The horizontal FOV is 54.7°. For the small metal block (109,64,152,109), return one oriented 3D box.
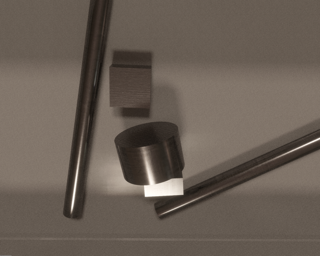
[{"bbox_3d":[-0.037,-0.053,0.391,0.050,0.025,0.050,2,110,-2],"label":"small metal block"}]

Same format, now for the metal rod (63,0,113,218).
[{"bbox_3d":[-0.098,-0.012,0.405,0.025,0.025,0.298,11,110,-5],"label":"metal rod"}]

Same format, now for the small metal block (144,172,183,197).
[{"bbox_3d":[0.005,0.068,0.423,0.050,0.050,0.025,-3,110,1],"label":"small metal block"}]

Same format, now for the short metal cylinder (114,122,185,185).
[{"bbox_3d":[-0.012,0.030,0.393,0.080,0.080,0.050,-10,110,3],"label":"short metal cylinder"}]

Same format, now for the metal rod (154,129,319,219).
[{"bbox_3d":[0.131,0.057,0.434,0.301,0.025,0.025,-26,108,8],"label":"metal rod"}]
